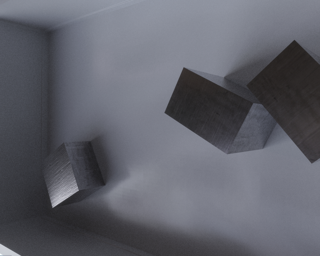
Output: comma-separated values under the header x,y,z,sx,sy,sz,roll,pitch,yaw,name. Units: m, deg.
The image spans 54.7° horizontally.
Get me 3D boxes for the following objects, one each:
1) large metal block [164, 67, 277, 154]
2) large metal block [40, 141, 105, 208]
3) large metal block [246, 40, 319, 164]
x,y,z,sx,sy,sz,roll,pitch,yaw,name
0.067,-0.018,0.316,0.080,0.081,0.050,36,112,34,large metal block
-0.145,0.076,0.511,0.080,0.050,0.080,-35,69,34,large metal block
0.132,-0.021,0.262,0.050,0.081,0.080,-47,62,30,large metal block
